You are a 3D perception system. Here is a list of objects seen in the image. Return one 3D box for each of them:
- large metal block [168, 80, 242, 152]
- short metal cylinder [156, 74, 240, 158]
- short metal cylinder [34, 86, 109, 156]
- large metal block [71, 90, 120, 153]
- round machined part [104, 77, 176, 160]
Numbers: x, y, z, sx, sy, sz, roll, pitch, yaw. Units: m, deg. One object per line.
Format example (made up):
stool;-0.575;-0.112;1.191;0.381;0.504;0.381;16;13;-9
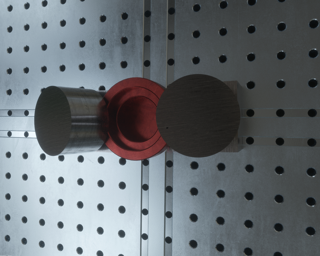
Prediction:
large metal block;0.057;-0.012;0.379;0.080;0.050;0.080;-1;90;20
short metal cylinder;0.036;-0.012;0.319;0.081;0.050;0.080;0;90;0
short metal cylinder;-0.106;-0.008;0.370;0.080;0.050;0.079;1;92;41
large metal block;-0.085;-0.009;0.429;0.080;0.050;0.080;1;90;20
round machined part;-0.023;-0.011;0.380;0.098;0.042;0.097;0;90;20
